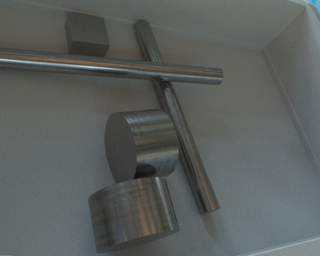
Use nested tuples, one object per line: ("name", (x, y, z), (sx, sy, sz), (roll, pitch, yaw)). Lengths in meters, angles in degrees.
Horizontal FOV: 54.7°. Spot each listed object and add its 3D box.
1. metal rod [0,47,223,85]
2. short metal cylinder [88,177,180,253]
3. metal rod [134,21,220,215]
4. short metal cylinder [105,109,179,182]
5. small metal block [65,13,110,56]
("metal rod", (-0.055, -0.078, 0.402), (0.303, 0.025, 0.025), (1, 61, -20))
("short metal cylinder", (-0.026, 0.086, 0.305), (0.081, 0.080, 0.050), (-2, 63, -30))
("metal rod", (0.017, -0.029, 0.433), (0.025, 0.025, 0.299), (-5, 64, -31))
("short metal cylinder", (-0.023, 0.020, 0.347), (0.050, 0.080, 0.080), (-7, 66, -32))
("small metal block", (-0.102, -0.129, 0.431), (0.050, 0.025, 0.050), (-1, 62, -29))
